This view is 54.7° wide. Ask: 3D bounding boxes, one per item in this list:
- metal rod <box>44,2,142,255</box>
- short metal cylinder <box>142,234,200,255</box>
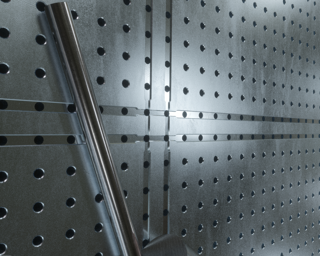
[{"bbox_3d":[-0.071,0.016,0.349,0.025,0.025,0.298,-24,105,-38],"label":"metal rod"},{"bbox_3d":[0.014,0.181,0.385,0.050,0.080,0.080,48,61,-30],"label":"short metal cylinder"}]
